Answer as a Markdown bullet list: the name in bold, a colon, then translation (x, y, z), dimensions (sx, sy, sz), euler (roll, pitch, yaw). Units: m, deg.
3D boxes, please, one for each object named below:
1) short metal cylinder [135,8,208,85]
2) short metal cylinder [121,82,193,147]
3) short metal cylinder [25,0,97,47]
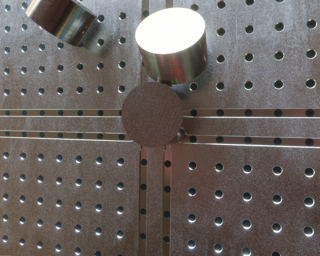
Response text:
- **short metal cylinder**: translation (0.016, -0.099, 0.374), dimensions (0.080, 0.050, 0.080), euler (-6, 55, 9)
- **short metal cylinder**: translation (-0.002, -0.016, 0.399), dimensions (0.080, 0.050, 0.079), euler (0, 90, 19)
- **short metal cylinder**: translation (-0.136, -0.158, 0.430), dimensions (0.080, 0.080, 0.050), euler (41, 103, 15)
